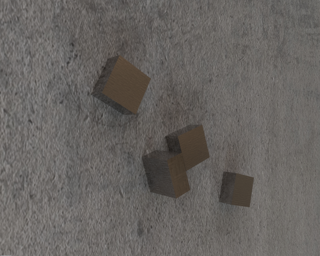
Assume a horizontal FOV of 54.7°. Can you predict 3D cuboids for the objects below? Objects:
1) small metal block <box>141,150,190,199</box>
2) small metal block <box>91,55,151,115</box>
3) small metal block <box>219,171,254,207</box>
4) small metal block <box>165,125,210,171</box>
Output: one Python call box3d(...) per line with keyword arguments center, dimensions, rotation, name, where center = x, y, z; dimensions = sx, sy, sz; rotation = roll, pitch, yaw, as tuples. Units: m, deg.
box3d(center=(0.007, 0.057, 0.394), dimensions=(0.025, 0.050, 0.050), rotation=(-22, 104, -38), name="small metal block")
box3d(center=(-0.045, -0.049, 0.367), dimensions=(0.050, 0.025, 0.050), rotation=(33, 69, -35), name="small metal block")
box3d(center=(0.127, 0.101, 0.511), dimensions=(0.050, 0.025, 0.050), rotation=(18, 79, -39), name="small metal block")
box3d(center=(0.040, 0.027, 0.438), dimensions=(0.050, 0.025, 0.050), rotation=(-23, 105, -38), name="small metal block")
